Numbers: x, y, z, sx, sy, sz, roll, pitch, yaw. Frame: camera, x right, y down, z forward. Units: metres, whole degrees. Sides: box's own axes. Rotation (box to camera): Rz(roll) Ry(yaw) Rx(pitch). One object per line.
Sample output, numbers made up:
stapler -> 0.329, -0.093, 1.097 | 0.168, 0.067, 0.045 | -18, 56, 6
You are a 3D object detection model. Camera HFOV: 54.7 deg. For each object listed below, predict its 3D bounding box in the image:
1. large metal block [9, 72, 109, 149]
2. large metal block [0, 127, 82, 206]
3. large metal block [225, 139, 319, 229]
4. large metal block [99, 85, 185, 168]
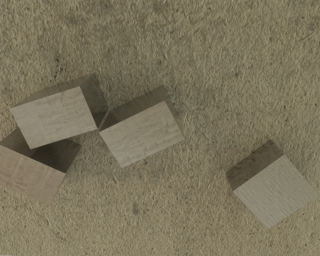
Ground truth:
large metal block -> -0.114, -0.024, 0.371 | 0.080, 0.080, 0.050 | -17, 109, 6
large metal block -> -0.156, 0.042, 0.394 | 0.080, 0.080, 0.050 | 26, 108, -10
large metal block -> 0.151, 0.076, 0.426 | 0.080, 0.050, 0.080 | -40, 106, 13
large metal block -> -0.020, -0.005, 0.378 | 0.080, 0.080, 0.050 | -25, 108, 9
